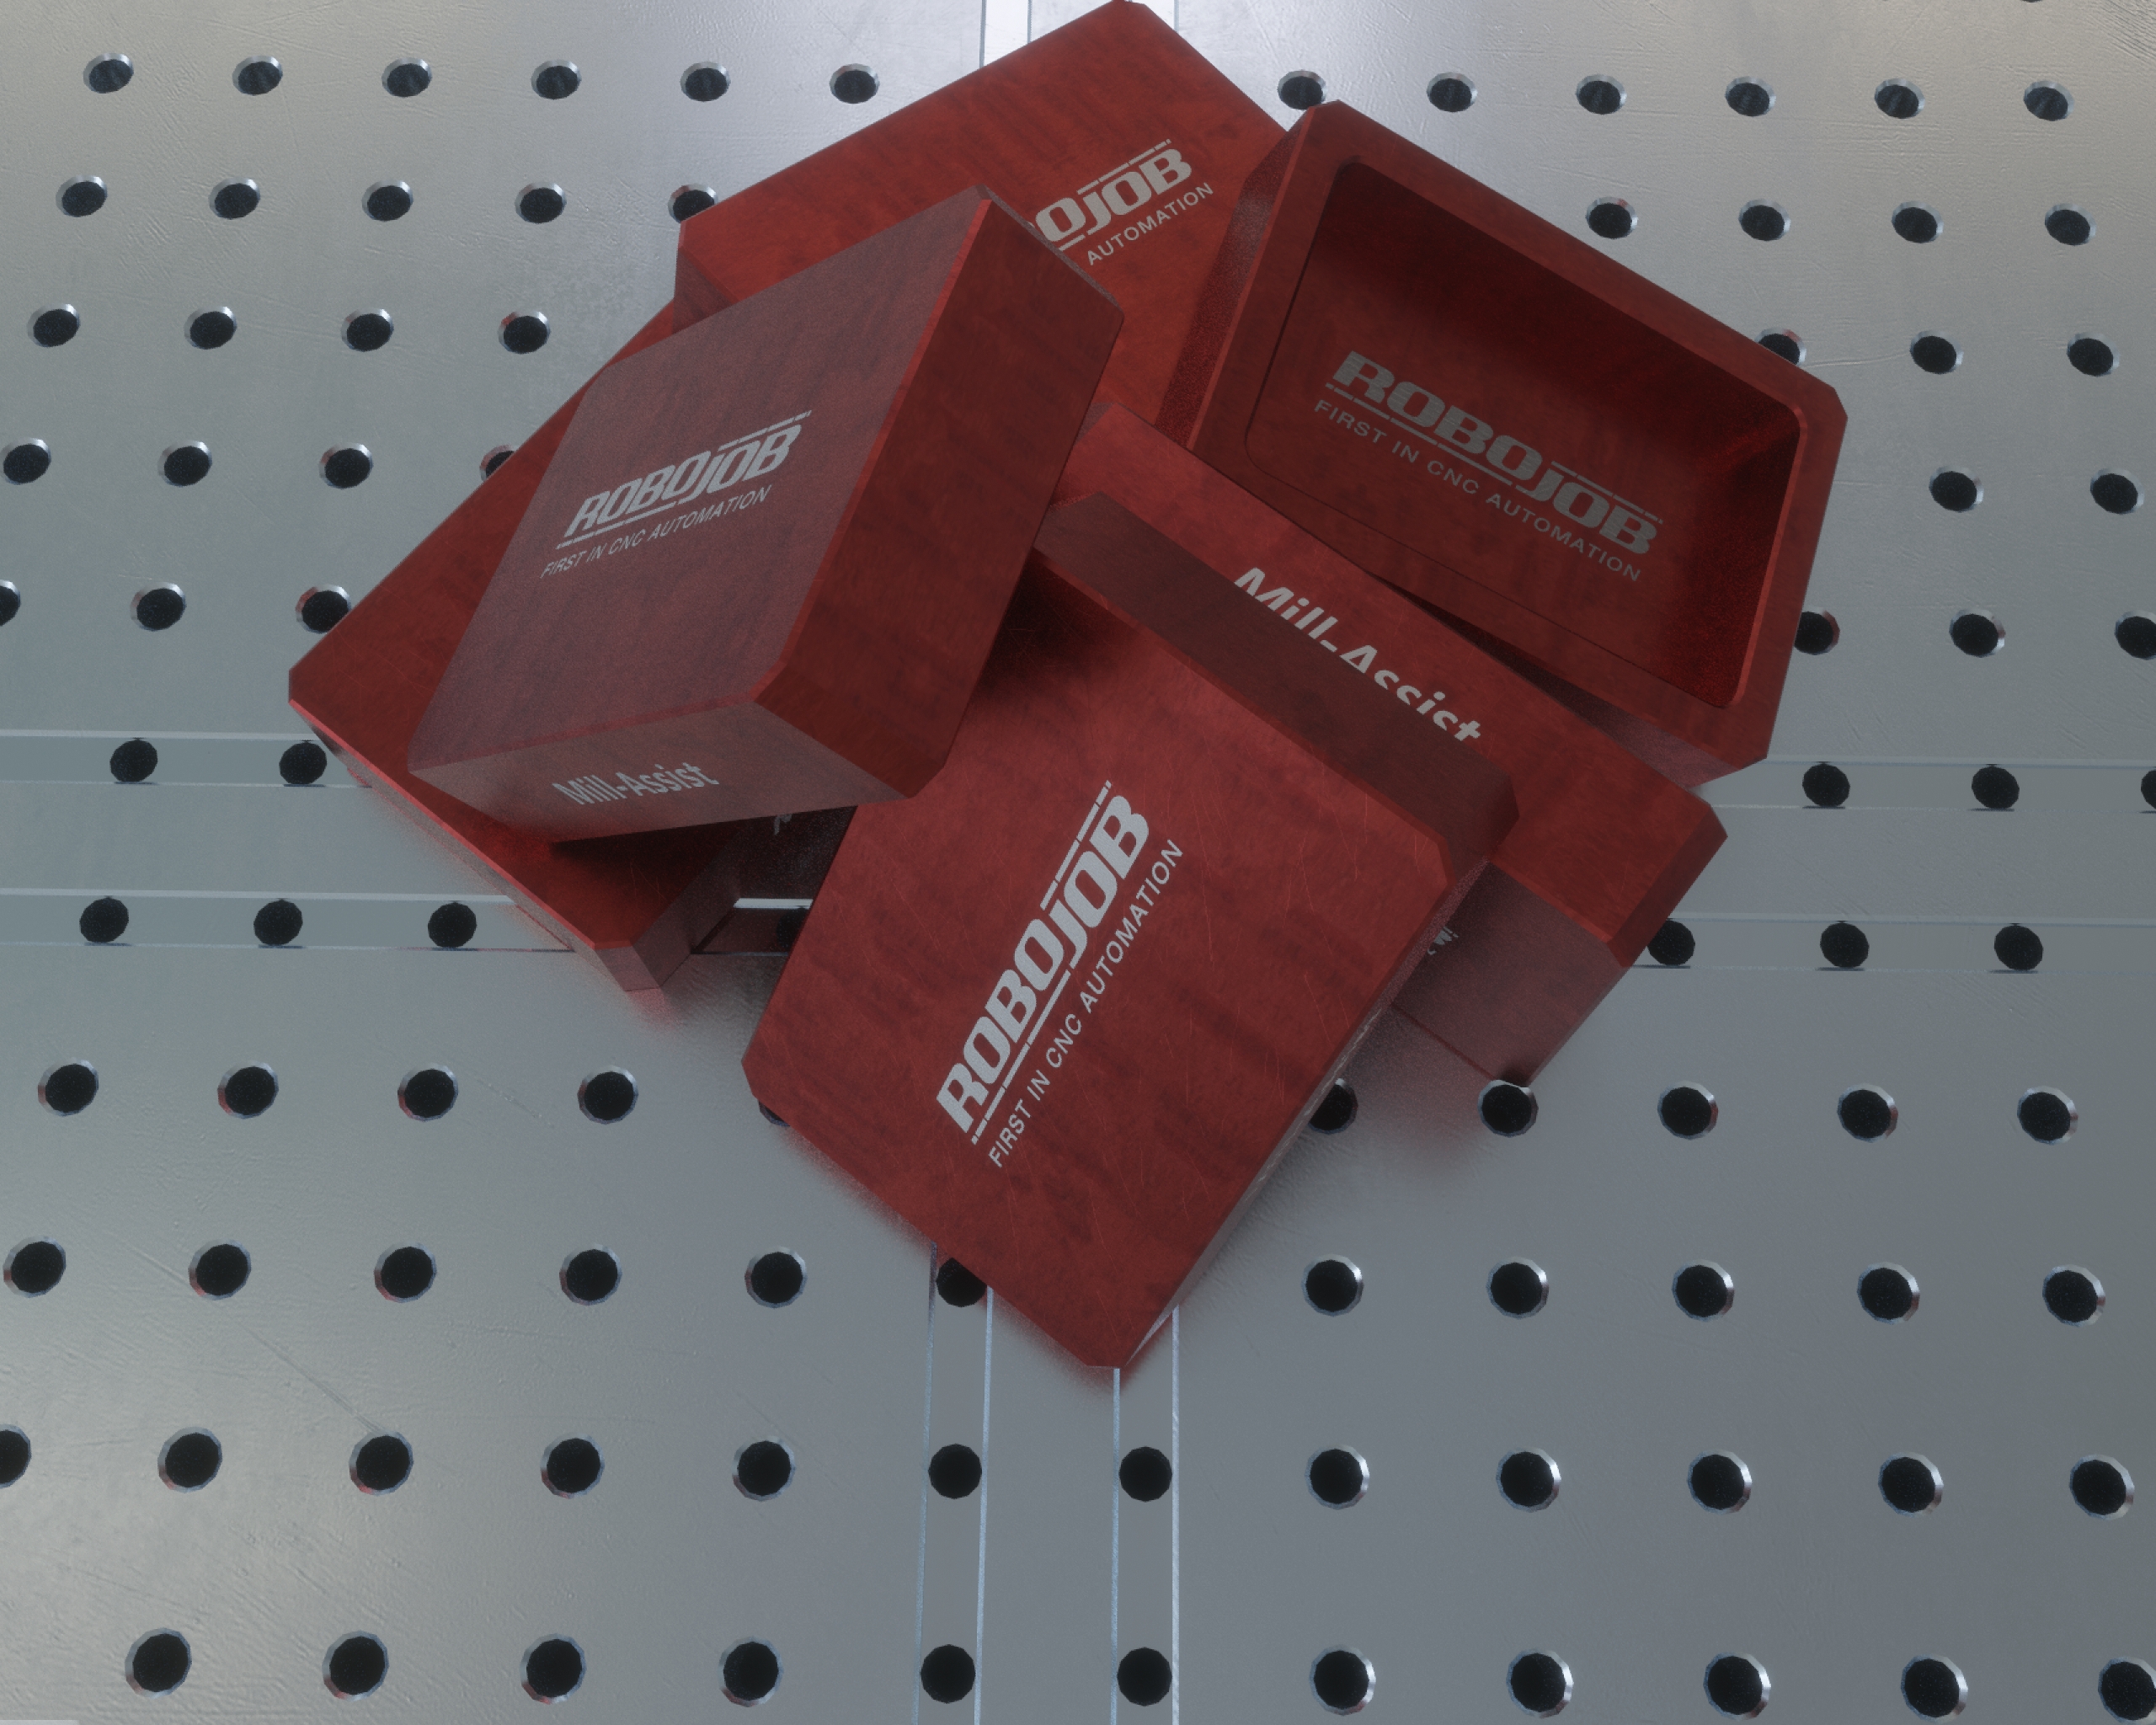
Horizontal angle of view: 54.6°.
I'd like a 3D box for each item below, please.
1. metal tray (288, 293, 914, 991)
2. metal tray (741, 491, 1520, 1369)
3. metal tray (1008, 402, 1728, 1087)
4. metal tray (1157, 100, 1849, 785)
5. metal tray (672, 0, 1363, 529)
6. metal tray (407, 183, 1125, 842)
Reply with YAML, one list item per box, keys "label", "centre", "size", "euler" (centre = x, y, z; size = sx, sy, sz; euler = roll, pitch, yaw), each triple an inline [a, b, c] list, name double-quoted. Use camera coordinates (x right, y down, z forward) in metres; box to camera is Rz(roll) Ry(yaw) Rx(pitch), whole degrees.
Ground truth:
- label: "metal tray"
  centre: [-0.081, -0.050, 0.427]
  size: [0.090, 0.030, 0.130]
  euler: [37, 74, 11]
- label: "metal tray"
  centre: [0.003, 0.015, 0.355]
  size: [0.090, 0.129, 0.030]
  euler: [37, 35, 12]
- label: "metal tray"
  centre: [0.045, -0.018, 0.383]
  size: [0.130, 0.090, 0.030]
  euler: [37, 74, 12]
- label: "metal tray"
  centre: [0.084, -0.079, 0.413]
  size: [0.131, 0.030, 0.090]
  euler: [24, 71, -15]
- label: "metal tray"
  centre: [-0.006, -0.118, 0.433]
  size: [0.131, 0.030, 0.090]
  euler: [-38, 77, -27]
- label: "metal tray"
  centre: [-0.057, -0.052, 0.350]
  size: [0.030, 0.130, 0.090]
  euler: [34, 67, -33]
